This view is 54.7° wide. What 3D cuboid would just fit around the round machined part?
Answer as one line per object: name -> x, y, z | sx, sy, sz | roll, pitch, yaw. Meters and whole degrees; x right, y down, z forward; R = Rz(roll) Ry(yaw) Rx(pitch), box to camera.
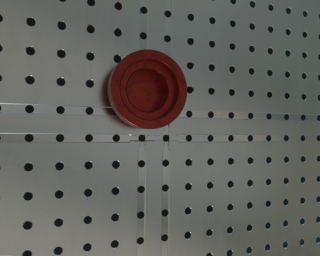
round machined part -> -0.018, -0.048, 0.398 | 0.099, 0.042, 0.097 | 0, 90, -21
